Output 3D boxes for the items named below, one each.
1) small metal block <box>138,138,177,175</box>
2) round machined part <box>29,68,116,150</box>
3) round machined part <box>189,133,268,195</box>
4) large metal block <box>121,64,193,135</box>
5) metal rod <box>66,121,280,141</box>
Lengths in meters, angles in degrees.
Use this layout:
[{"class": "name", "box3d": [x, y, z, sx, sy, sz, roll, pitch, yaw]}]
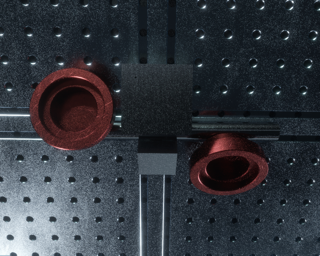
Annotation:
[{"class": "small metal block", "box3d": [-0.003, 0.039, 0.417, 0.050, 0.025, 0.050, 1, 139, -1]}, {"class": "round machined part", "box3d": [-0.103, -0.021, 0.382, 0.099, 0.042, 0.097, 0, 84, -1]}, {"class": "round machined part", "box3d": [0.087, 0.044, 0.408, 0.099, 0.042, 0.097, 0, 136, 0]}, {"class": "large metal block", "box3d": [-0.004, -0.033, 0.376, 0.081, 0.050, 0.079, 1, 92, -1]}, {"class": "metal rod", "box3d": [0.006, 0.003, 0.415, 0.302, 0.025, 0.025, 0, 110, -1]}]
